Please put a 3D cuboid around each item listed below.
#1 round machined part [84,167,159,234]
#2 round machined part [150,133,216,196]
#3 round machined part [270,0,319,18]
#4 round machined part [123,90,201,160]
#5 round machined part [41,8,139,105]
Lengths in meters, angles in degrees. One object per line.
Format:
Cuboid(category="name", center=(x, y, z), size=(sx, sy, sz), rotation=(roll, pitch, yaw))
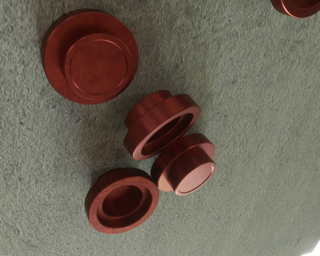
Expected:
Cuboid(category="round machined part", center=(-0.054, 0.094, 0.424), size=(0.099, 0.042, 0.097), rotation=(-14, 124, -21))
Cuboid(category="round machined part", center=(0.039, 0.057, 0.434), size=(0.099, 0.042, 0.097), rotation=(-26, 145, -20))
Cuboid(category="round machined part", center=(0.168, -0.187, 0.372), size=(0.099, 0.042, 0.097), rotation=(-14, 124, -21))
Cuboid(category="round machined part", center=(-0.003, -0.008, 0.371), size=(0.098, 0.042, 0.098), rotation=(-34, 162, -12))
Cuboid(category="round machined part", center=(-0.067, -0.068, 0.317), size=(0.099, 0.042, 0.097), rotation=(-14, 124, -21))
